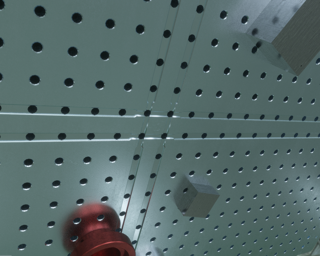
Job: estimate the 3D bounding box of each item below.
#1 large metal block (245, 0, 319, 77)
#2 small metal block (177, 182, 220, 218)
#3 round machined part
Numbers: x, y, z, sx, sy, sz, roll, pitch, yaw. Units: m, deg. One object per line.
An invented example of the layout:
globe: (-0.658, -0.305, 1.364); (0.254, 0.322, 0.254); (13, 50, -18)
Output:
large metal block: (0.175, -0.129, 0.410); (0.080, 0.050, 0.080); (31, 101, -38)
small metal block: (0.064, 0.122, 0.522); (0.050, 0.025, 0.050); (16, 110, -35)
round machined part: (-0.090, 0.193, 0.470); (0.099, 0.042, 0.097); (-14, 124, -21)
